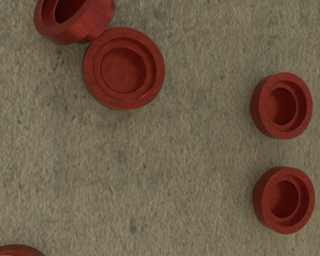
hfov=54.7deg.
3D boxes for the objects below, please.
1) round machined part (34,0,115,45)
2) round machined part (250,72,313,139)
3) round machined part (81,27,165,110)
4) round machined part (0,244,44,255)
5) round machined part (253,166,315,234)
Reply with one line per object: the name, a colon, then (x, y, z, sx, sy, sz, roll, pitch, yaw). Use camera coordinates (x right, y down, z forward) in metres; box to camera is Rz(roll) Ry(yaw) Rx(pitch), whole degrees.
round machined part: (-0.090, -0.135, 0.347, 0.042, 0.098, 0.098, 35, 76, -54)
round machined part: (0.177, -0.032, 0.467, 0.099, 0.042, 0.097, 0, 90, -21)
round machined part: (-0.047, -0.070, 0.383, 0.099, 0.042, 0.097, 0, 90, -21)
round machined part: (-0.167, 0.184, 0.339, 0.099, 0.042, 0.097, 0, 90, -21)
round machined part: (0.181, 0.106, 0.469, 0.099, 0.042, 0.097, 0, 90, -21)
